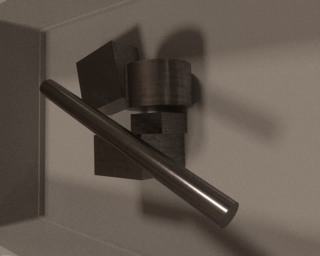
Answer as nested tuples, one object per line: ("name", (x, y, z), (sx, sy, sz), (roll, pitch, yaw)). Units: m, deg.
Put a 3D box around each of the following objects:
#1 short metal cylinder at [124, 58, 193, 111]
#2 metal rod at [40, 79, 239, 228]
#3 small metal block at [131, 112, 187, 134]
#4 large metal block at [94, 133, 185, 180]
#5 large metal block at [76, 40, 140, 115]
("short metal cylinder", (-0.002, -0.048, 0.371), (0.080, 0.081, 0.050), (-4, 88, 39))
("metal rod", (-0.048, 0.008, 0.340), (0.300, 0.025, 0.025), (31, 109, 35))
("small metal block", (-0.001, -0.005, 0.390), (0.050, 0.050, 0.025), (-2, 89, 39))
("large metal block", (-0.025, 0.032, 0.390), (0.080, 0.081, 0.050), (-2, 89, 39))
("large metal block", (-0.070, -0.068, 0.446), (0.080, 0.050, 0.080), (-18, 79, 38))
